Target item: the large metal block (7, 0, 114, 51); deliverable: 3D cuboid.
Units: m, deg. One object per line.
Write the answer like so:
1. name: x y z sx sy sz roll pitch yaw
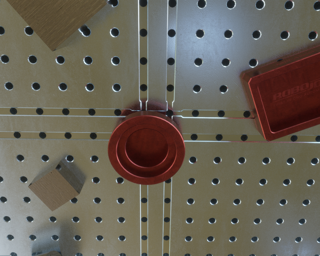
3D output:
1. large metal block: -0.112 -0.145 0.345 0.080 0.050 0.080 -36 106 12

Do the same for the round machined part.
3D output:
1. round machined part: -0.017 0.023 0.413 0.099 0.042 0.097 0 110 0

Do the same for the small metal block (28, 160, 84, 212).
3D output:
1. small metal block: -0.148 0.083 0.443 0.050 0.025 0.050 -33 107 11

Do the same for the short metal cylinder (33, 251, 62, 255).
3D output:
1. short metal cylinder: -0.181 0.233 0.468 0.050 0.080 0.080 -17 109 6

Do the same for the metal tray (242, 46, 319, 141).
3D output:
1. metal tray: 0.183 -0.047 0.394 0.130 0.030 0.090 -20 109 7
